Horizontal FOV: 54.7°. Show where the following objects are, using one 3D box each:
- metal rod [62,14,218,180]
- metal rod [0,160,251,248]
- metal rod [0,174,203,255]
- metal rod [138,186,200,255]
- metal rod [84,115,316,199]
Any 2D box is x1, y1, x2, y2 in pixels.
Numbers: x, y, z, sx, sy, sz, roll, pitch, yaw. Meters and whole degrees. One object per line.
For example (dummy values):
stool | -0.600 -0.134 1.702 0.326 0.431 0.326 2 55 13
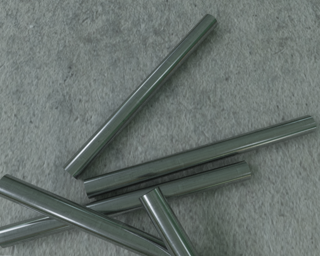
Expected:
metal rod | -0.018 -0.052 0.427 0.025 0.025 0.301 37 74 12
metal rod | -0.037 0.090 0.374 0.302 0.025 0.025 -14 71 -6
metal rod | -0.036 0.121 0.343 0.301 0.025 0.025 23 71 0
metal rod | 0.065 0.195 0.311 0.025 0.025 0.299 -30 83 -11
metal rod | 0.055 0.035 0.396 0.302 0.025 0.025 -16 71 -6
